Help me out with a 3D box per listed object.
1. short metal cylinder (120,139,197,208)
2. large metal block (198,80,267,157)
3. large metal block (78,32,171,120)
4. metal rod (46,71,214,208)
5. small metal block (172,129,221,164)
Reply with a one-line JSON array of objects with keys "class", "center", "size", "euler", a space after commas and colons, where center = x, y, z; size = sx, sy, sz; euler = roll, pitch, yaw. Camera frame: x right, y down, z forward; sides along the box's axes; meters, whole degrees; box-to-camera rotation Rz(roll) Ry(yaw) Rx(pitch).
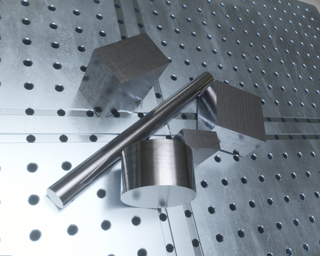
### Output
[{"class": "short metal cylinder", "center": [-0.002, 0.052, 0.340], "size": [0.081, 0.080, 0.050], "euler": [11, 57, -23]}, {"class": "large metal block", "center": [0.103, -0.013, 0.455], "size": [0.081, 0.050, 0.080], "euler": [18, 55, -18]}, {"class": "large metal block", "center": [-0.046, -0.065, 0.390], "size": [0.081, 0.080, 0.050], "euler": [-32, 80, -38]}, {"class": "metal rod", "center": [-0.015, -0.005, 0.404], "size": [0.025, 0.025, 0.302], "euler": [47, 51, 4]}, {"class": "small metal block", "center": [0.041, 0.025, 0.401], "size": [0.050, 0.050, 0.025], "euler": [5, 60, -26]}]
